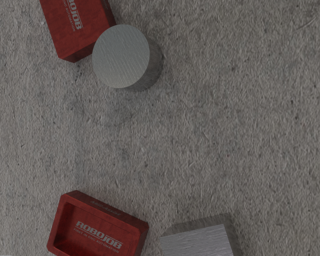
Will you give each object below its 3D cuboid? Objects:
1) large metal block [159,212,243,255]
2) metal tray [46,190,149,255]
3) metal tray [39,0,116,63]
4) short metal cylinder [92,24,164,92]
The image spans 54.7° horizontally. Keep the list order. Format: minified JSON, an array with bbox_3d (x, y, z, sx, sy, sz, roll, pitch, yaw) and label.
[{"bbox_3d":[0.055,0.156,0.376,0.080,0.050,0.080,-19,84,19],"label":"large metal block"},{"bbox_3d":[-0.090,0.154,0.437,0.130,0.030,0.089,19,96,18],"label":"metal tray"},{"bbox_3d":[-0.121,-0.172,0.449,0.090,0.030,0.129,-22,83,18],"label":"metal tray"},{"bbox_3d":[-0.042,-0.090,0.410,0.080,0.050,0.079,0,90,20],"label":"short metal cylinder"}]
